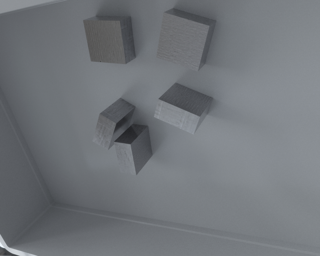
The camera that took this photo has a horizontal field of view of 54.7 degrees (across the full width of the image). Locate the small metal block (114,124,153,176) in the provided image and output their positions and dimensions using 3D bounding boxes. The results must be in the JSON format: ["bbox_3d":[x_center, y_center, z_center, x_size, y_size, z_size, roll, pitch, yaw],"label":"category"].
[{"bbox_3d":[-0.035,0.029,0.429,0.025,0.050,0.050,7,122,25],"label":"small metal block"}]

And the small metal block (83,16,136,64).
[{"bbox_3d":[-0.060,-0.107,0.374,0.050,0.025,0.050,9,123,23],"label":"small metal block"}]

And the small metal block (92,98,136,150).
[{"bbox_3d":[-0.062,-0.006,0.422,0.025,0.050,0.050,31,128,9],"label":"small metal block"}]

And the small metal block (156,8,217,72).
[{"bbox_3d":[0.027,-0.096,0.335,0.050,0.025,0.050,22,127,15],"label":"small metal block"}]

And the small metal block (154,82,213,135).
[{"bbox_3d":[0.028,-0.024,0.363,0.050,0.050,0.025,24,127,13],"label":"small metal block"}]
